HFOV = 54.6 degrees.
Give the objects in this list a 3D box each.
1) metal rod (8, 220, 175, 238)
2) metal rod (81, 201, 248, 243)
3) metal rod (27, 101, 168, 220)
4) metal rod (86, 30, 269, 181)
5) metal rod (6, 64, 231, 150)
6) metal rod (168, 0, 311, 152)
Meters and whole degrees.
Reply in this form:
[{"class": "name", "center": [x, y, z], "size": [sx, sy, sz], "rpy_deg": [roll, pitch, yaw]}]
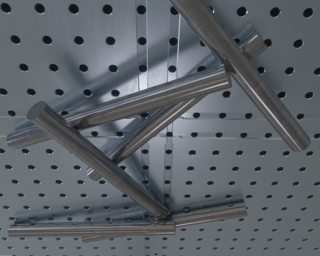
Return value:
[{"class": "metal rod", "center": [-0.123, 0.178, 0.547], "size": [0.301, 0.025, 0.025], "rpy_deg": [-4, 130, 9]}, {"class": "metal rod", "center": [0.002, 0.170, 0.555], "size": [0.301, 0.025, 0.025], "rpy_deg": [-13, 129, 10]}, {"class": "metal rod", "center": [-0.064, 0.065, 0.432], "size": [0.025, 0.025, 0.300], "rpy_deg": [-21, 137, 17]}, {"class": "metal rod", "center": [0.004, -0.013, 0.399], "size": [0.025, 0.025, 0.299], "rpy_deg": [37, 121, -27]}, {"class": "metal rod", "center": [-0.066, -0.017, 0.366], "size": [0.300, 0.025, 0.025], "rpy_deg": [-15, 129, 23]}, {"class": "metal rod", "center": [0.067, -0.079, 0.315], "size": [0.025, 0.025, 0.300], "rpy_deg": [-35, 114, 26]}]
